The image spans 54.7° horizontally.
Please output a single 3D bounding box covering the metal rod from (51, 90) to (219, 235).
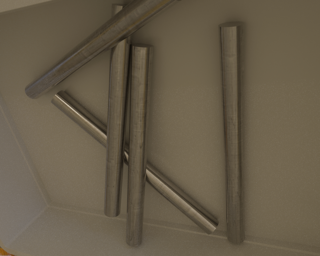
[{"bbox_3d":[-0.037,0.050,0.457,0.300,0.025,0.025,40,129,0],"label":"metal rod"}]

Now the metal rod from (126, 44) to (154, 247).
[{"bbox_3d":[-0.030,0.040,0.420,0.025,0.025,0.298,14,116,20],"label":"metal rod"}]

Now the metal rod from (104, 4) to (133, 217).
[{"bbox_3d":[-0.057,-0.004,0.410,0.025,0.025,0.298,16,118,18],"label":"metal rod"}]

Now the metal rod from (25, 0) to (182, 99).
[{"bbox_3d":[-0.091,-0.089,0.371,0.299,0.025,0.025,-18,110,44],"label":"metal rod"}]

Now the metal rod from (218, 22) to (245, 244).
[{"bbox_3d":[0.090,0.027,0.377,0.025,0.025,0.298,6,121,25],"label":"metal rod"}]
